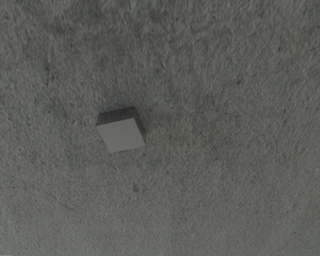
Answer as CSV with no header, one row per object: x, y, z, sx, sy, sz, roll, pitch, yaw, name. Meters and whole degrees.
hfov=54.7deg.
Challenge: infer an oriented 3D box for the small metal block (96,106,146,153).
-0.050,0.003,0.409,0.050,0.025,0.050,-12,129,9,small metal block
